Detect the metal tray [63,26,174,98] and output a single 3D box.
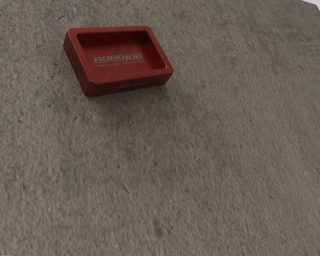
[{"bbox_3d":[-0.055,-0.097,0.430,0.131,0.030,0.090,-15,70,-34],"label":"metal tray"}]
